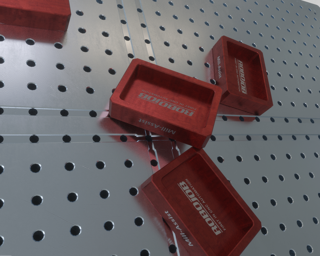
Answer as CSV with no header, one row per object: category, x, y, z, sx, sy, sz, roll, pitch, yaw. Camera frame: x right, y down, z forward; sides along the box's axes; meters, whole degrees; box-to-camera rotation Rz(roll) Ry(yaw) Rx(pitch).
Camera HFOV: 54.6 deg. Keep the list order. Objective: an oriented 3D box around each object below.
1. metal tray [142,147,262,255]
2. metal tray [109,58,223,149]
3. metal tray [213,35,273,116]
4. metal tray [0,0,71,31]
metal tray,0.052,0.094,0.374,0.091,0.030,0.130,-31,79,-38
metal tray,0.010,-0.035,0.409,0.131,0.030,0.090,20,52,2
metal tray,0.141,-0.092,0.535,0.091,0.030,0.130,15,56,-20
metal tray,-0.179,-0.198,0.429,0.091,0.030,0.130,-1,62,-29
